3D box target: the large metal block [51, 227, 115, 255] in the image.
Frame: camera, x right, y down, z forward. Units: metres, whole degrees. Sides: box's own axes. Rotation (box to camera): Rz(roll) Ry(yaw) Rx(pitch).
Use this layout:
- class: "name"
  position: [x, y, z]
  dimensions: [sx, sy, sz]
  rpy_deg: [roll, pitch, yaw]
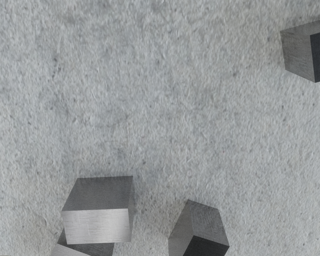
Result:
- class: "large metal block"
  position: [-0.124, 0.200, 0.469]
  dimensions: [0.080, 0.050, 0.080]
  rpy_deg: [25, 108, -9]

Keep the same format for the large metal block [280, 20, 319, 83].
- class: "large metal block"
  position: [0.194, -0.093, 0.349]
  dimensions: [0.080, 0.080, 0.050]
  rpy_deg: [-15, 110, 5]

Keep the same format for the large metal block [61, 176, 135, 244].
- class: "large metal block"
  position: [-0.078, 0.108, 0.419]
  dimensions: [0.081, 0.080, 0.050]
  rpy_deg: [-2, 110, 0]

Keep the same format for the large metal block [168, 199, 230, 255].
- class: "large metal block"
  position: [0.051, 0.164, 0.442]
  dimensions: [0.050, 0.080, 0.079]
  rpy_deg: [20, 109, -8]
